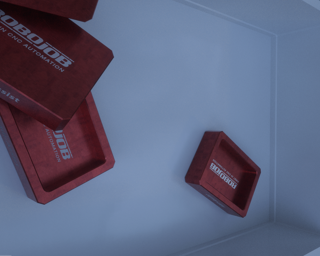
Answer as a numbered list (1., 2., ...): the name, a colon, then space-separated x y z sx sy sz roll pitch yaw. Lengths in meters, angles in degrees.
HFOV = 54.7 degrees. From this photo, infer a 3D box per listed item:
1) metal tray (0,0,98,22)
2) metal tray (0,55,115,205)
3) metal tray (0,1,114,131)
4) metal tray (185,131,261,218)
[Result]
1. metal tray: -0.104 -0.139 0.228 0.131 0.089 0.030 5 47 -30
2. metal tray: -0.108 -0.002 0.312 0.091 0.030 0.129 -27 107 -37
3. metal tray: -0.117 -0.069 0.269 0.130 0.030 0.090 35 56 -15
4. metal tray: 0.104 0.074 0.490 0.130 0.030 0.090 40 66 -33
